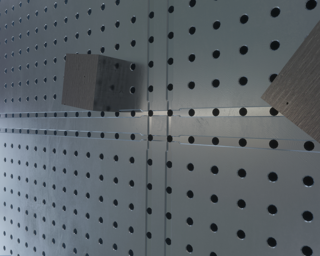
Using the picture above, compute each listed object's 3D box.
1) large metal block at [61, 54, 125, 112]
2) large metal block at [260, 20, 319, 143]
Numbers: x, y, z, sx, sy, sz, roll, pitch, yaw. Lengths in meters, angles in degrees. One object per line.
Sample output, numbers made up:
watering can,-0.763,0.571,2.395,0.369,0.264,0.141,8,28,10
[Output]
large metal block,-0.105,-0.070,0.481,0.080,0.050,0.080,12,98,39
large metal block,0.152,-0.033,0.268,0.080,0.050,0.080,47,118,30
